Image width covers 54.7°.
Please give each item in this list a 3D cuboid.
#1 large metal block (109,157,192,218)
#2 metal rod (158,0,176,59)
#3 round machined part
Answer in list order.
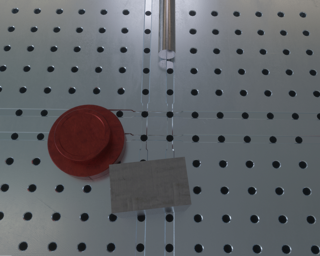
[{"bbox_3d":[-0.011,0.071,0.356,0.081,0.080,0.050,-6,70,-2],"label":"large metal block"},{"bbox_3d":[0.012,-0.247,0.502,0.025,0.025,0.299,1,70,0],"label":"metal rod"},{"bbox_3d":[-0.095,0.014,0.397,0.099,0.042,0.098,0,70,0],"label":"round machined part"}]
